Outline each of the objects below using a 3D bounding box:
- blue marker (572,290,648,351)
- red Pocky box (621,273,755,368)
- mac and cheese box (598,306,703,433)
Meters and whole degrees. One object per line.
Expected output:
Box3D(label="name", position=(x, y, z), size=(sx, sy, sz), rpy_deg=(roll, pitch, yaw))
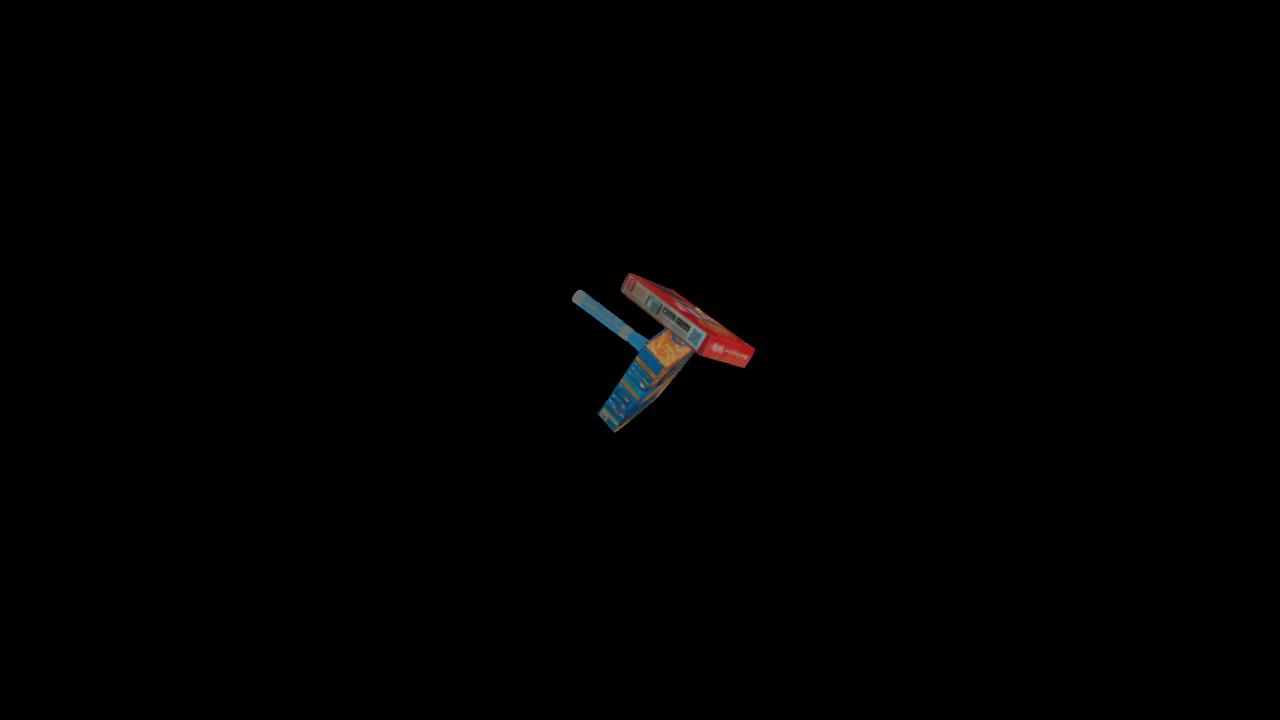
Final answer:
Box3D(label="blue marker", position=(-0.034, -0.046, 0.746), size=(0.121, 0.020, 0.020), rpy_deg=(37, 16, 21))
Box3D(label="red Pocky box", position=(0.051, -0.046, 0.690), size=(0.083, 0.028, 0.155), rpy_deg=(15, 20, -46))
Box3D(label="mac and cheese box", position=(0.015, 0.016, 0.745), size=(0.093, 0.041, 0.184), rpy_deg=(-36, -11, -33))
